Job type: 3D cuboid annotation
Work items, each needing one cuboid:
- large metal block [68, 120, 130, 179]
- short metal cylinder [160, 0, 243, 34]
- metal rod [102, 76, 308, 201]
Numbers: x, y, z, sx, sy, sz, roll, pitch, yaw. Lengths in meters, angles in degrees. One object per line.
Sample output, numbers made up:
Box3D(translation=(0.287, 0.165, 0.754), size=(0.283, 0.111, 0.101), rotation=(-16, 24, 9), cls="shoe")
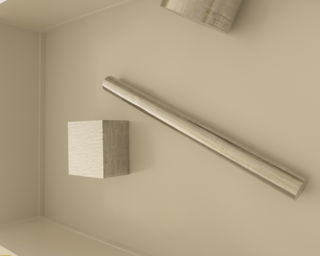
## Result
Box3D(translation=(-0.092, 0.030, 0.464), size=(0.080, 0.050, 0.079), rotation=(-2, 89, 39), cls="large metal block")
Box3D(translation=(0.046, -0.140, 0.331), size=(0.080, 0.081, 0.050), rotation=(35, 112, 34), cls="short metal cylinder")
Box3D(translation=(0.029, -0.004, 0.381), size=(0.300, 0.025, 0.025), rotation=(31, 109, 35), cls="metal rod")
